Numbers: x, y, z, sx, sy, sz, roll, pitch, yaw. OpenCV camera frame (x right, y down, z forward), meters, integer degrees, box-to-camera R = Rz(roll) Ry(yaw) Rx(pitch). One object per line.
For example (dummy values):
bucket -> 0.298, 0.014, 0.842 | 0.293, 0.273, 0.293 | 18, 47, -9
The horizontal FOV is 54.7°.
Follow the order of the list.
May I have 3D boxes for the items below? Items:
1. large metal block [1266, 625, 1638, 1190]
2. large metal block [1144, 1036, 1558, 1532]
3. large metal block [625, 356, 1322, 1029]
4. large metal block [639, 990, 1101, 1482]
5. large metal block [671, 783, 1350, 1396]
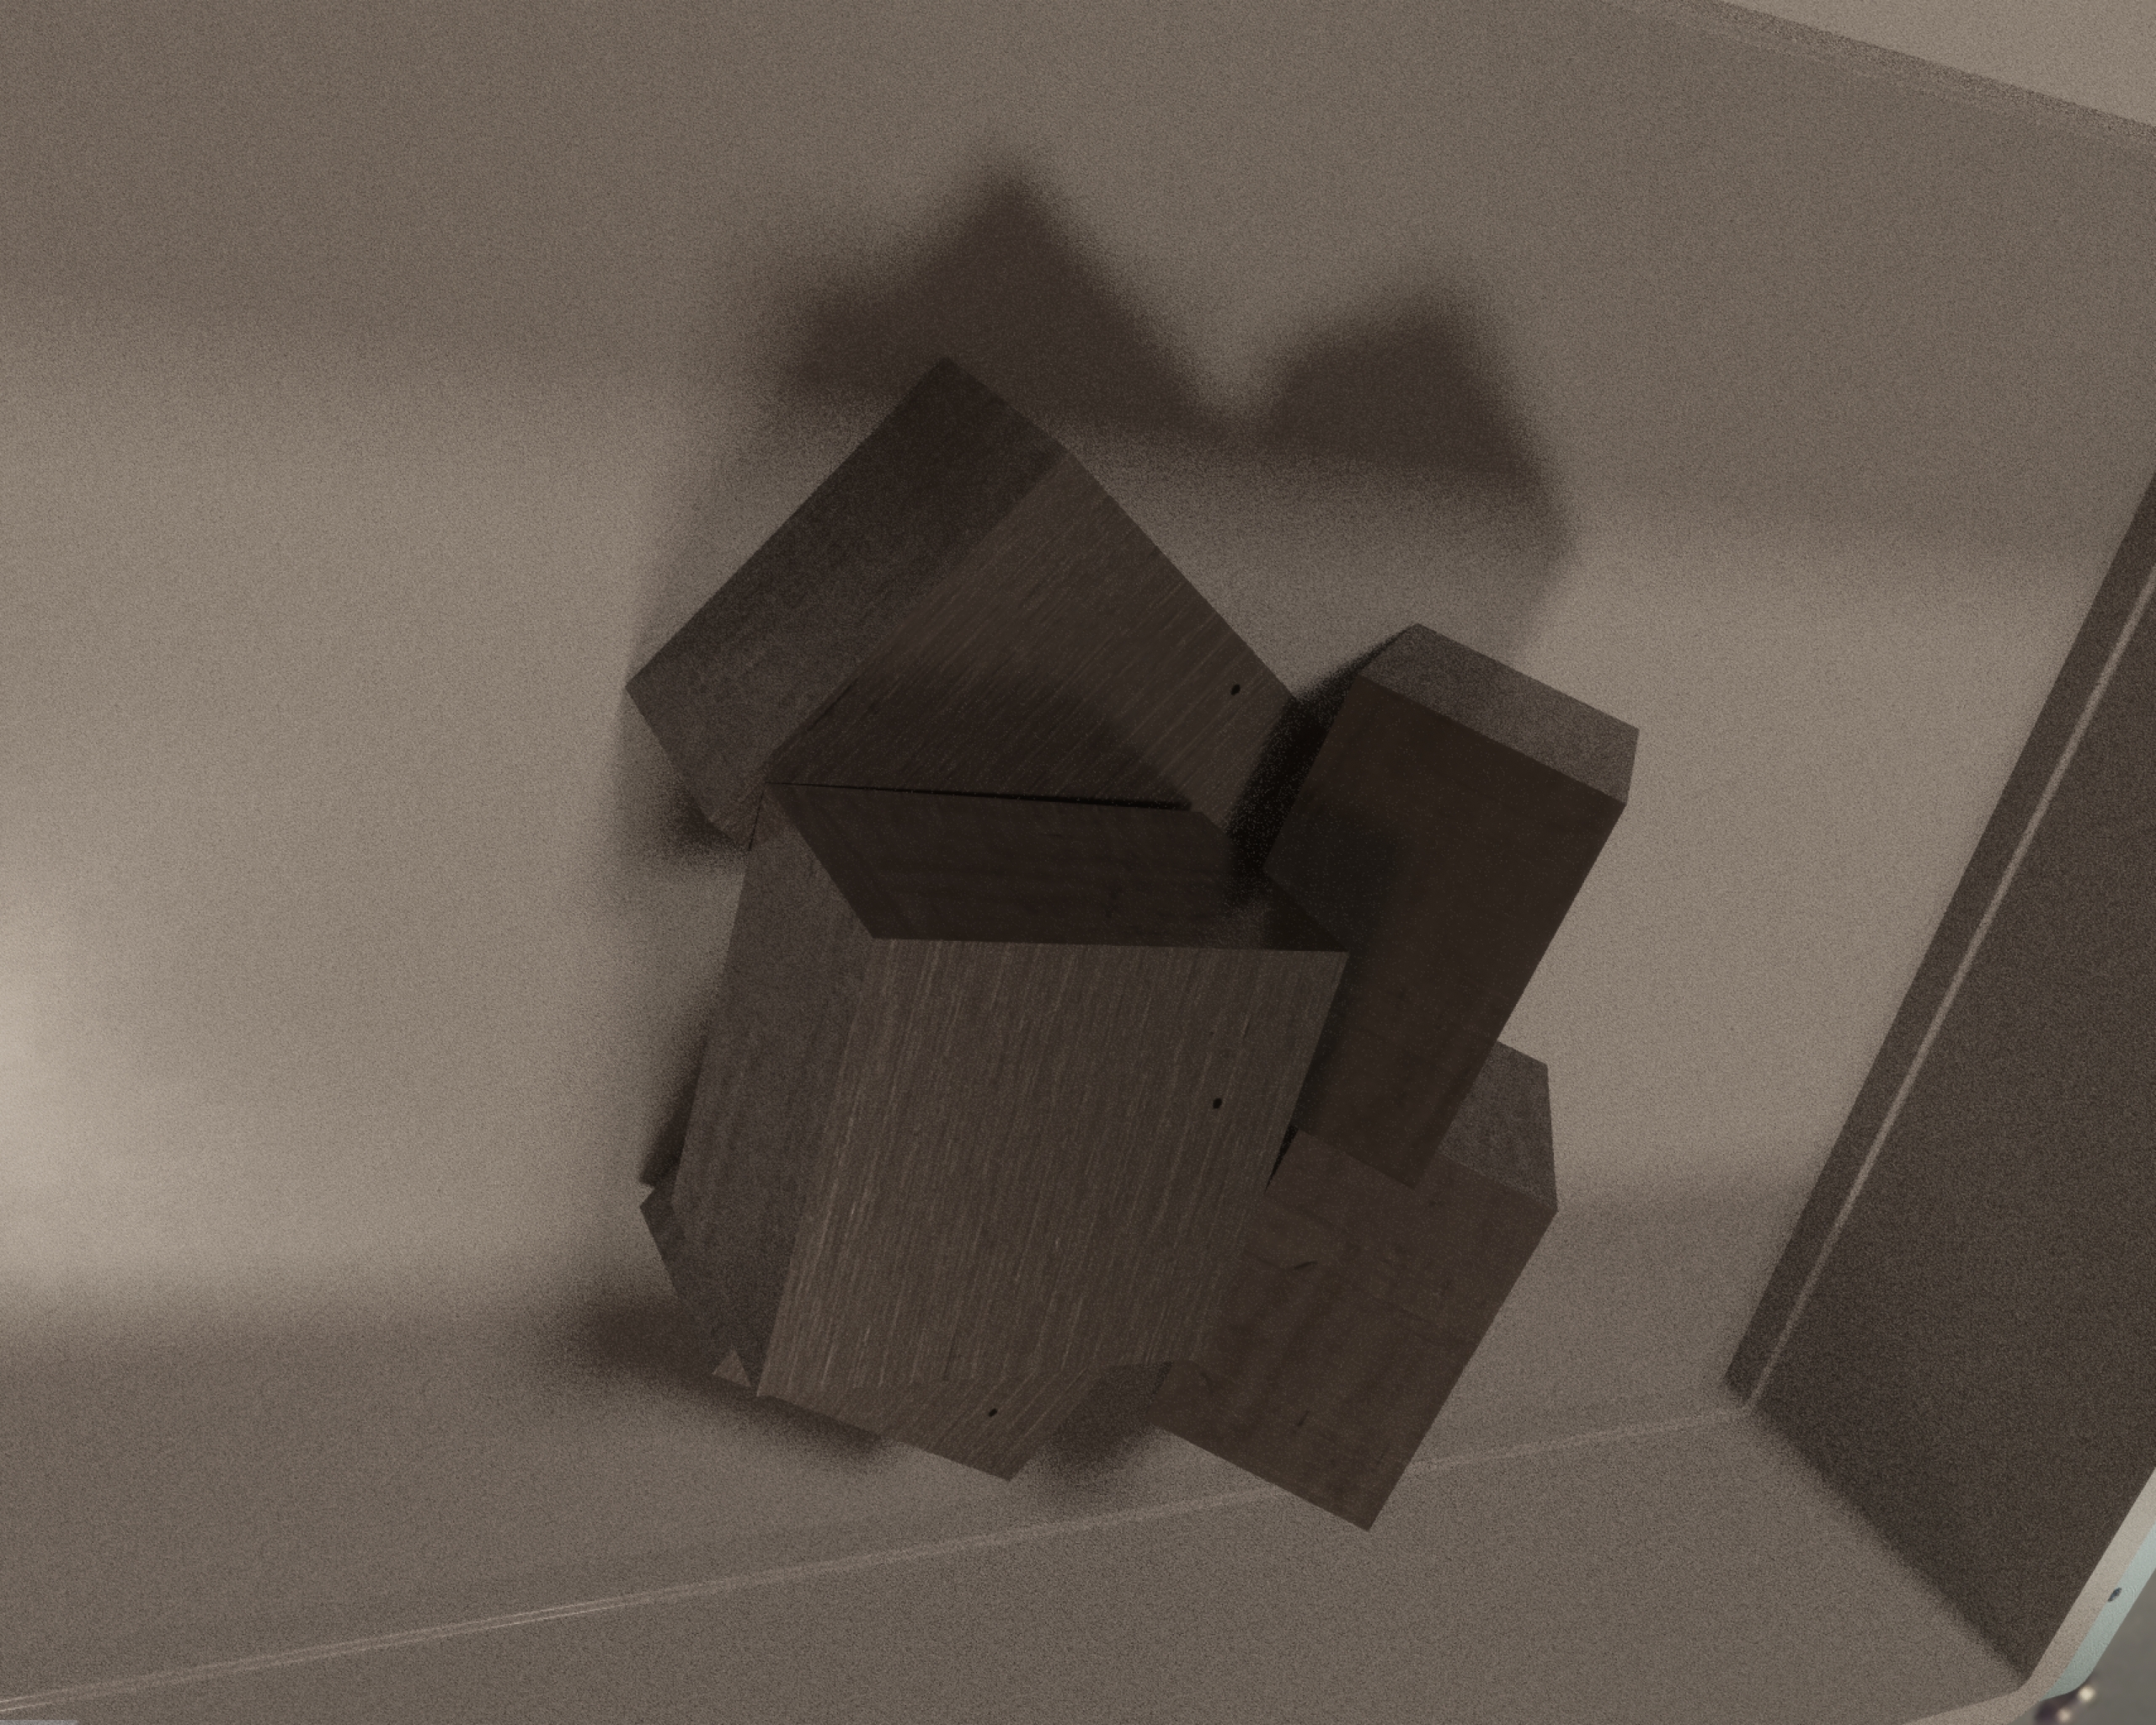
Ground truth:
large metal block -> 0.065, 0.005, 0.403 | 0.079, 0.050, 0.080 | -65, 171, 18
large metal block -> 0.060, 0.079, 0.446 | 0.050, 0.080, 0.079 | 26, 108, 3
large metal block -> -0.017, -0.026, 0.367 | 0.080, 0.050, 0.080 | -45, 130, 3
large metal block -> -0.025, 0.067, 0.416 | 0.080, 0.050, 0.080 | 34, 99, -39
large metal block -> -0.013, 0.036, 0.340 | 0.081, 0.050, 0.079 | 3, 116, -29
